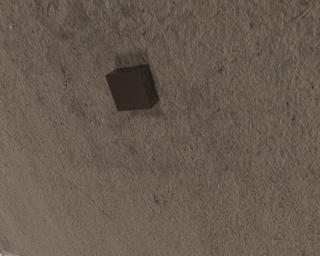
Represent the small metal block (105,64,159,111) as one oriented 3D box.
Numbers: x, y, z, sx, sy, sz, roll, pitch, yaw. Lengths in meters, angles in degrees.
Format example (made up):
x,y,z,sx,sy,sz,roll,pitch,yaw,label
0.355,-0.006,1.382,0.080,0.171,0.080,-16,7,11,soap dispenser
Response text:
x,y,z,sx,sy,sz,roll,pitch,yaw,label
-0.035,-0.050,0.393,0.050,0.025,0.050,-2,117,29,small metal block
